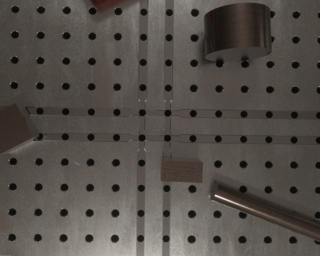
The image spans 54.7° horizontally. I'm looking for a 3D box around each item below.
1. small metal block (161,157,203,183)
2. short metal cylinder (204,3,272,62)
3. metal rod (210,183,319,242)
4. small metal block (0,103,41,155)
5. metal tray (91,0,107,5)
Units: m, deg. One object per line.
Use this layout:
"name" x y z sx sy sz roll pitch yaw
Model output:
"small metal block" 0.027 0.053 0.401 0.050 0.050 0.025 3 90 -1
"short metal cylinder" 0.096 -0.116 0.387 0.081 0.080 0.050 -2 90 -1
"metal rod" 0.213 0.139 0.416 0.301 0.025 0.025 21 90 -1
"small metal block" -0.197 0.001 0.411 0.050 0.025 0.050 -27 90 -1
"metal tray" -0.053 -0.235 0.410 0.131 0.030 0.090 -27 90 -1
